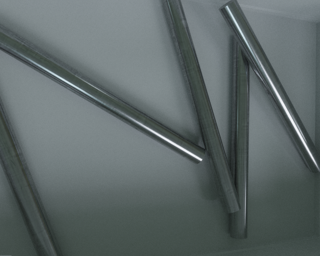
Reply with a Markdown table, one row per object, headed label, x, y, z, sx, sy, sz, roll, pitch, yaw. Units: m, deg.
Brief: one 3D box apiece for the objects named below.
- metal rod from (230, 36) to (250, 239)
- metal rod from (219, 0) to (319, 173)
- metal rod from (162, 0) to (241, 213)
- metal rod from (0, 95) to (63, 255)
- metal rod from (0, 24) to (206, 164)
| label | x | y | z | sx | sy | sz | roll | pitch | yaw |
| --- | --- | --- | --- | --- | --- | --- | --- | --- | --- |
| metal rod | 0.117 | 0.009 | 0.453 | 0.025 | 0.025 | 0.298 | 1 | 90 | -20 |
| metal rod | 0.172 | -0.049 | 0.455 | 0.025 | 0.025 | 0.300 | -42 | 110 | -15 |
| metal rod | 0.058 | -0.029 | 0.424 | 0.025 | 0.025 | 0.298 | -18 | 94 | -19 |
| metal rod | -0.169 | 0.028 | 0.348 | 0.025 | 0.025 | 0.298 | -21 | 97 | -19 |
| metal rod | -0.068 | -0.035 | 0.385 | 0.301 | 0.025 | 0.025 | 31 | 80 | -18 |
